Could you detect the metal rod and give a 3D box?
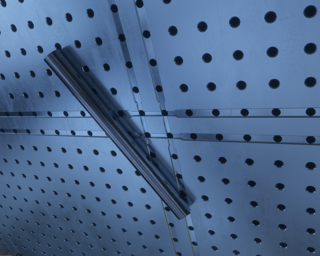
[{"bbox_3d":[-0.056,0.015,0.448,0.025,0.025,0.300,-32,101,38],"label":"metal rod"}]
